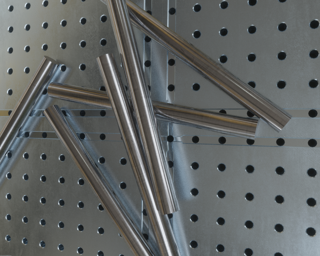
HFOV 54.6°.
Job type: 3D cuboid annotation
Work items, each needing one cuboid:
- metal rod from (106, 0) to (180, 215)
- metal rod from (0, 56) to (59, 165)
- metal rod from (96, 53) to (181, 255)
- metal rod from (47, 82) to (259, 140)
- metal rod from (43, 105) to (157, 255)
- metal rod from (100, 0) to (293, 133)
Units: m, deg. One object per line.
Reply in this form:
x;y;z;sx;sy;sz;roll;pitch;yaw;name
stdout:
-0.025;-0.041;0.394;0.025;0.025;0.299;-16;85;19;metal rod
-0.249;0.017;0.501;0.025;0.025;0.299;38;102;16;metal rod
-0.024;0.050;0.404;0.025;0.025;0.299;-18;91;19;metal rod
-0.023;-0.028;0.421;0.301;0.025;0.025;12;94;19;metal rod
-0.080;0.091;0.441;0.025;0.025;0.299;-39;78;16;metal rod
0.035;-0.097;0.400;0.300;0.025;0.025;40;103;15;metal rod
